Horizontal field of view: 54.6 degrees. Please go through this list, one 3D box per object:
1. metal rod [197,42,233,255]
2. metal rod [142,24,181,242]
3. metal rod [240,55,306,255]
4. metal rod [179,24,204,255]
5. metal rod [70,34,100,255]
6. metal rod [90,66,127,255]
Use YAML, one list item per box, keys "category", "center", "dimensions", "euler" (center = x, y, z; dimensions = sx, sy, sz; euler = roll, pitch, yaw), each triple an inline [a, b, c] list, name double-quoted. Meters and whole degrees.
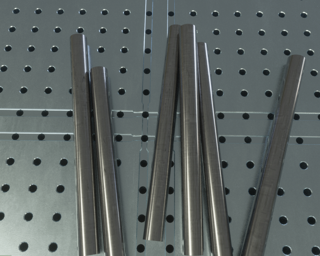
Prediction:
- category: "metal rod"
  center: [0.065, 0.022, 0.404]
  dimensions: [0.025, 0.025, 0.299]
  euler: [-3, 70, -1]
- category: "metal rod"
  center: [0.008, -0.008, 0.414]
  dimensions: [0.025, 0.025, 0.299]
  euler: [6, 70, 2]
- category: "metal rod"
  center: [0.148, 0.034, 0.399]
  dimensions: [0.025, 0.025, 0.300]
  euler: [18, 71, 6]
- category: "metal rod"
  center: [0.039, 0.003, 0.400]
  dimensions: [0.025, 0.025, 0.299]
  euler: [0, 74, 0]
- category: "metal rod"
  center: [-0.101, 0.007, 0.408]
  dimensions: [0.025, 0.025, 0.299]
  euler: [-7, 70, -3]
- category: "metal rod"
  center: [-0.065, 0.058, 0.390]
  dimensions: [0.025, 0.025, 0.299]
  euler: [-8, 70, -3]
